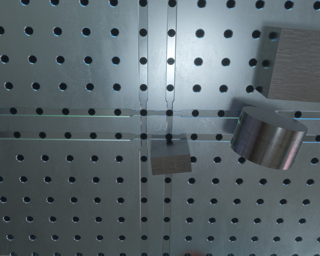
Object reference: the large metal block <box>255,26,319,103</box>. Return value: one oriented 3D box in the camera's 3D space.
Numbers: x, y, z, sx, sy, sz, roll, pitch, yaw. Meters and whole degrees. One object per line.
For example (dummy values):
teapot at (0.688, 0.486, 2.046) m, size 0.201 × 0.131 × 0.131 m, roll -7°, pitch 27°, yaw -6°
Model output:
large metal block at (0.169, -0.077, 0.373) m, size 0.081 × 0.050 × 0.079 m, roll 4°, pitch 110°, yaw -2°

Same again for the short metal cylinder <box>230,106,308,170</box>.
short metal cylinder at (0.135, 0.010, 0.389) m, size 0.081 × 0.080 × 0.050 m, roll 13°, pitch 110°, yaw -5°

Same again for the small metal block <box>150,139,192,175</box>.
small metal block at (0.014, 0.038, 0.414) m, size 0.050 × 0.050 × 0.025 m, roll -5°, pitch 110°, yaw 2°
